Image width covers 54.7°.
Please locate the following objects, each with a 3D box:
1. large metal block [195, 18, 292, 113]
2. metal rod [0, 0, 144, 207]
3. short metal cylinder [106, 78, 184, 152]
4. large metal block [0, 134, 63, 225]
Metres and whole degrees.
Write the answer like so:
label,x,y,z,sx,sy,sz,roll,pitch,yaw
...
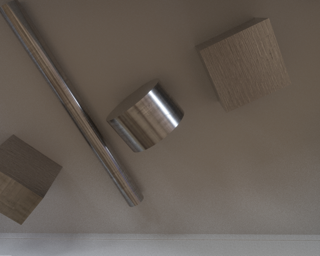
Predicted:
label,x,y,z,sx,sy,sz,roll,pitch,yaw
large metal block,0.097,-0.076,0.371,0.080,0.050,0.080,-24,109,8
metal rod,-0.105,-0.018,0.403,0.025,0.025,0.299,-27,108,9
short metal cylinder,-0.018,-0.016,0.376,0.080,0.080,0.050,-35,107,12
large metal block,-0.186,0.064,0.403,0.080,0.080,0.050,37,106,-13
